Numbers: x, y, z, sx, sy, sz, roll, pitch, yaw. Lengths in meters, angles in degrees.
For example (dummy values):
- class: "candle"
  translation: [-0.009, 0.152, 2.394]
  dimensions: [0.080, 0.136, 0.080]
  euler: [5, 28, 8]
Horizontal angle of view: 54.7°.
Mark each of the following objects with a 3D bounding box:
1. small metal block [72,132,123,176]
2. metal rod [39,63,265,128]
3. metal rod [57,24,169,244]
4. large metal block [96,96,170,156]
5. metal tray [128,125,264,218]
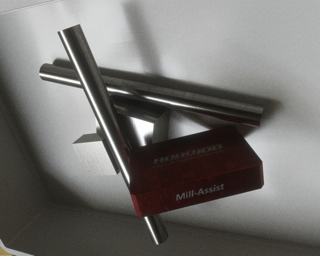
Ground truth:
- class: "small metal block"
  translation: [-0.078, 0.034, 0.403]
  dimensions: [0.050, 0.025, 0.050]
  euler: [-7, 115, 30]
- class: "metal rod"
  translation: [-0.025, -0.046, 0.391]
  dimensions: [0.301, 0.025, 0.025]
  euler: [14, 124, 20]
- class: "metal rod"
  translation: [-0.048, 0.024, 0.381]
  dimensions: [0.025, 0.025, 0.298]
  euler: [-7, 115, 31]
- class: "large metal block"
  translation: [-0.036, 0.005, 0.412]
  dimensions: [0.080, 0.050, 0.079]
  euler: [17, 125, 18]
- class: "metal tray"
  translation: [0.033, 0.042, 0.338]
  dimensions: [0.131, 0.090, 0.030]
  euler: [-13, 116, -1]
